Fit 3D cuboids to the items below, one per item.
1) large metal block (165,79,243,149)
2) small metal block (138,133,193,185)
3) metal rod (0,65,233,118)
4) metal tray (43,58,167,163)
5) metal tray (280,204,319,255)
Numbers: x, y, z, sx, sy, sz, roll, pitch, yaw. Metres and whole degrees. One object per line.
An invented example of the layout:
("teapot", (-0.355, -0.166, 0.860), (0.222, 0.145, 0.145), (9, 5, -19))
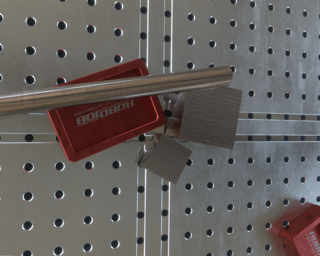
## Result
("large metal block", (0.058, -0.018, 0.422), (0.081, 0.050, 0.080), (11, 86, -20))
("small metal block", (0.007, 0.041, 0.417), (0.050, 0.025, 0.050), (31, 80, -18))
("metal rod", (-0.060, -0.041, 0.350), (0.302, 0.025, 0.025), (-10, 94, -14))
("metal tray", (-0.067, -0.023, 0.385), (0.131, 0.030, 0.090), (-23, 98, -19))
("metal tray", (0.261, 0.205, 0.509), (0.091, 0.030, 0.129), (-29, 100, -18))
